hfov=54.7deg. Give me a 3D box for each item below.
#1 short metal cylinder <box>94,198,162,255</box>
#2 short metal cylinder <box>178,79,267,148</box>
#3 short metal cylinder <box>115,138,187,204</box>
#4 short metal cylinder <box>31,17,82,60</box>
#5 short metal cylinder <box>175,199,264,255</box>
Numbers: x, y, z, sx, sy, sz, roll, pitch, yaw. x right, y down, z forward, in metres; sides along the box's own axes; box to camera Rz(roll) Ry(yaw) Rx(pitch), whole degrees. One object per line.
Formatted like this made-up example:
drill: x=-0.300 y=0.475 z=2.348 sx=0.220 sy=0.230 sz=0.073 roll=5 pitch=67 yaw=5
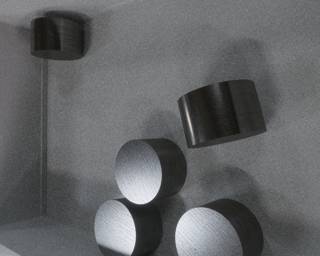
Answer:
short metal cylinder: x=-0.044 y=0.136 z=0.424 sx=0.080 sy=0.050 sz=0.080 roll=-4 pitch=84 yaw=40
short metal cylinder: x=0.063 y=-0.012 z=0.319 sx=0.080 sy=0.081 sz=0.050 roll=-19 pitch=78 yaw=38
short metal cylinder: x=-0.013 y=0.054 z=0.401 sx=0.080 sy=0.050 sz=0.080 roll=0 pitch=90 yaw=40
short metal cylinder: x=-0.170 y=-0.145 z=0.512 sx=0.080 sy=0.081 sz=0.050 roll=1 pitch=91 yaw=40
short metal cylinder: x=0.064 y=0.122 z=0.338 sx=0.080 sy=0.050 sz=0.080 roll=0 pitch=90 yaw=40
